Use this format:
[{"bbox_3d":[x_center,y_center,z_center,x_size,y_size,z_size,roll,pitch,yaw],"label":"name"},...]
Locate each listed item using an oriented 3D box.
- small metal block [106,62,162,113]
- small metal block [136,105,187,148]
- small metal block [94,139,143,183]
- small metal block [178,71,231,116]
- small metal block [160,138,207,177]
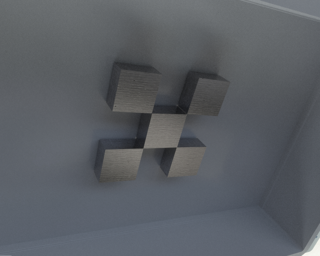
[{"bbox_3d":[-0.031,-0.046,0.361,0.050,0.025,0.050,1,118,-29],"label":"small metal block"},{"bbox_3d":[0.002,-0.002,0.405,0.050,0.025,0.050,0,118,-29],"label":"small metal block"},{"bbox_3d":[-0.054,0.042,0.402,0.050,0.025,0.050,1,118,-29],"label":"small metal block"},{"bbox_3d":[0.058,-0.045,0.409,0.050,0.025,0.050,2,117,-30],"label":"small metal block"},{"bbox_3d":[0.033,0.042,0.450,0.050,0.025,0.050,1,118,-29],"label":"small metal block"}]
